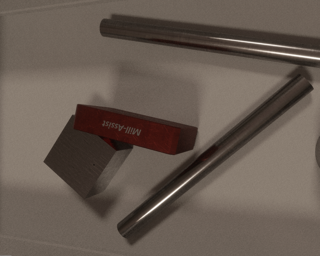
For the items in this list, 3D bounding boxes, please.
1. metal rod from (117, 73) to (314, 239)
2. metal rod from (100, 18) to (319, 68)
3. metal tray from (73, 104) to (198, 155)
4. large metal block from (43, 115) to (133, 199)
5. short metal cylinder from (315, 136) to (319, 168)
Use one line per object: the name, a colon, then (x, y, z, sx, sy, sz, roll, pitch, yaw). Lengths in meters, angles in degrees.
metal rod: (0.058, 0.044, 0.389, 0.299, 0.025, 0.025, -42, 77, 14)
metal rod: (0.061, -0.108, 0.388, 0.301, 0.025, 0.025, 13, 95, 19)
metal tray: (-0.028, 0.000, 0.384, 0.130, 0.090, 0.030, 13, 95, 19)
large metal block: (-0.099, 0.038, 0.431, 0.080, 0.050, 0.080, 38, 102, 15)
short metal cylinder: (0.210, 0.028, 0.324, 0.080, 0.050, 0.079, 0, 90, 19)
